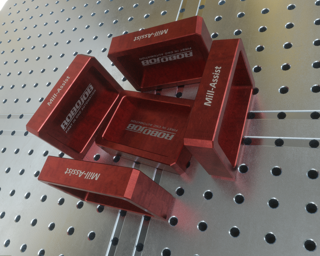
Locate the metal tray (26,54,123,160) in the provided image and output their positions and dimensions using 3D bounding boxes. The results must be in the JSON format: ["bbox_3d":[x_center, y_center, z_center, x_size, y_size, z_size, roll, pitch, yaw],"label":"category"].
[{"bbox_3d":[-0.115,-0.028,0.446,0.030,0.090,0.130,20,72,36],"label":"metal tray"}]

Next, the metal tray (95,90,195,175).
[{"bbox_3d":[-0.014,0.001,0.412,0.130,0.030,0.090,12,68,33],"label":"metal tray"}]

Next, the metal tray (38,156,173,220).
[{"bbox_3d":[-0.062,0.069,0.358,0.130,0.090,0.030,4,64,30],"label":"metal tray"}]

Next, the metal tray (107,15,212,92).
[{"bbox_3d":[0.007,-0.094,0.421,0.130,0.090,0.030,-6,59,25],"label":"metal tray"}]

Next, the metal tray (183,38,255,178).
[{"bbox_3d":[0.071,-0.021,0.342,0.030,0.090,0.130,5,64,30],"label":"metal tray"}]
